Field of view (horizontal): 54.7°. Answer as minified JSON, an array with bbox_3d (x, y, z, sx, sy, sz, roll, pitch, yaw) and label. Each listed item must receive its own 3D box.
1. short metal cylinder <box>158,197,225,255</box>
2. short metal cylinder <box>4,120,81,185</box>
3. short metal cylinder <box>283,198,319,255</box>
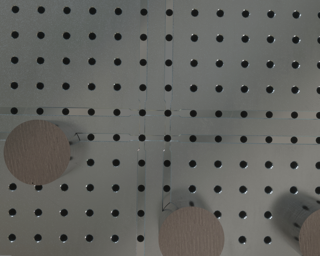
[{"bbox_3d":[0.038,0.135,0.402,0.081,0.050,0.079,0,90,-1],"label":"short metal cylinder"},{"bbox_3d":[-0.149,0.029,0.399,0.081,0.050,0.079,0,90,-1],"label":"short metal cylinder"},{"bbox_3d":[0.210,0.136,0.404,0.081,0.050,0.079,0,90,-1],"label":"short metal cylinder"}]
